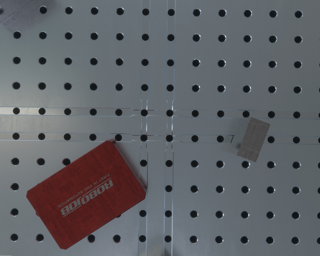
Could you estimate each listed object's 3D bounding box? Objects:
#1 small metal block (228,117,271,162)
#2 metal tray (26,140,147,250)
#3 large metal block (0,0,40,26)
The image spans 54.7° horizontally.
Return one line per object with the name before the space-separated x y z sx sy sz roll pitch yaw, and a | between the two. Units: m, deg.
small metal block | 0.114 0.014 0.402 0.025 0.050 0.050 21 90 0
metal tray | -0.094 0.086 0.410 0.130 0.030 0.090 -33 90 0
large metal block | -0.206 -0.195 0.399 0.080 0.050 0.080 -35 90 0
